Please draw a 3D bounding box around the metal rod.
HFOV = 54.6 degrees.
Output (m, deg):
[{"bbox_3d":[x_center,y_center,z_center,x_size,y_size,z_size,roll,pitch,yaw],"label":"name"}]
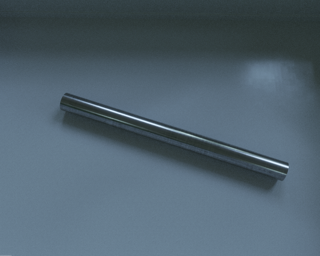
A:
[{"bbox_3d":[0.014,0.009,0.405,0.301,0.025,0.025,18,71,6],"label":"metal rod"}]
